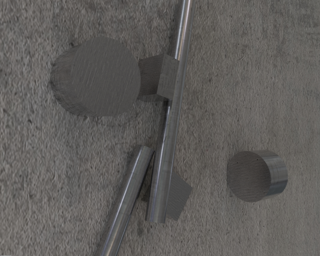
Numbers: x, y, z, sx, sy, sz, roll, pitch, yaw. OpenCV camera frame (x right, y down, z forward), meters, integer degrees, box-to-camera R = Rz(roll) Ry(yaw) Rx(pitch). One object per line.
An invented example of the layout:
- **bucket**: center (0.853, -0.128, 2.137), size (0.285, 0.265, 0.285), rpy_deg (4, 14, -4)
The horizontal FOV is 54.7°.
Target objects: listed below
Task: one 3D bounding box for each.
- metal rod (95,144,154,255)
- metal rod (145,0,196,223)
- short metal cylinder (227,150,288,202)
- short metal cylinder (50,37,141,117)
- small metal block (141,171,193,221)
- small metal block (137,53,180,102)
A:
- **metal rod**: center (-0.067, 0.161, 0.349), size (0.025, 0.025, 0.299), rpy_deg (31, 71, -36)
- **metal rod**: center (0.016, -0.033, 0.401), size (0.025, 0.025, 0.299), rpy_deg (20, 72, -38)
- **short metal cylinder**: center (0.156, 0.076, 0.500), size (0.050, 0.080, 0.080), rpy_deg (1, 90, -40)
- **short metal cylinder**: center (-0.068, -0.052, 0.331), size (0.081, 0.050, 0.079), rpy_deg (0, 90, -40)
- **small metal block**: center (0.011, 0.088, 0.414), size (0.050, 0.025, 0.050), rpy_deg (44, 64, -31)
- **small metal block**: center (-0.006, -0.060, 0.383), size (0.025, 0.050, 0.050), rpy_deg (18, 79, -39)
